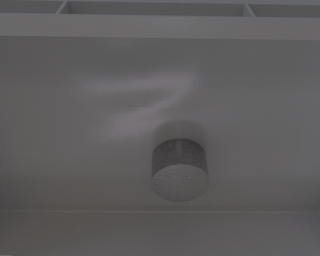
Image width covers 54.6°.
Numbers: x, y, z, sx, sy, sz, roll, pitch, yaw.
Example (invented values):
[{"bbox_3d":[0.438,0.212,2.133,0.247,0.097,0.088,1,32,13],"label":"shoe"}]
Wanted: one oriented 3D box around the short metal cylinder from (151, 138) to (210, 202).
[{"bbox_3d":[0.028,0.061,0.445,0.080,0.050,0.080,0,130,0],"label":"short metal cylinder"}]
